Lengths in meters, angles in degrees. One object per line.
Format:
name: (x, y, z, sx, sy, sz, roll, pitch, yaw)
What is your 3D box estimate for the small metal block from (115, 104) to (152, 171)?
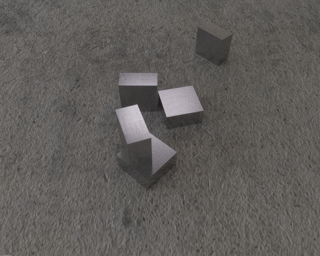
small metal block: (-0.029, 0.011, 0.345, 0.025, 0.050, 0.050, -15, 52, -12)

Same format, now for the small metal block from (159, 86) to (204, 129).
small metal block: (0.027, -0.029, 0.428, 0.050, 0.025, 0.050, -10, 51, -9)

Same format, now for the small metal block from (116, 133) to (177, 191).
small metal block: (-0.015, 0.038, 0.371, 0.050, 0.025, 0.050, 35, 58, 25)

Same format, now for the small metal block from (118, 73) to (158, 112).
small metal block: (-0.029, -0.049, 0.427, 0.050, 0.050, 0.025, 0, 50, 0)

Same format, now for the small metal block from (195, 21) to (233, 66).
small metal block: (0.086, -0.137, 0.503, 0.025, 0.050, 0.050, -36, 59, -26)
